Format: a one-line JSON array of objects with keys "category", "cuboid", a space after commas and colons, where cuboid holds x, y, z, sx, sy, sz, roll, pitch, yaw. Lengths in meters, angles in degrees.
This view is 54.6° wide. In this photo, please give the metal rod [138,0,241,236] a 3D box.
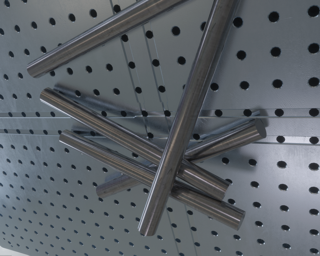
[{"category": "metal rod", "cuboid": [0.025, 0.001, 0.352, 0.025, 0.025, 0.298, 23, 113, 14]}]

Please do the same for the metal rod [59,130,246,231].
[{"category": "metal rod", "cuboid": [-0.028, 0.062, 0.435, 0.300, 0.025, 0.025, 21, 127, 27]}]

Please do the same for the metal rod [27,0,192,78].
[{"category": "metal rod", "cuboid": [-0.064, -0.116, 0.373, 0.300, 0.025, 0.025, -15, 111, 34]}]

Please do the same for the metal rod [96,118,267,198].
[{"category": "metal rod", "cuboid": [0.008, 0.054, 0.441, 0.299, 0.025, 0.025, -27, 104, 37]}]

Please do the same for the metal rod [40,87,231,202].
[{"category": "metal rod", "cuboid": [-0.047, 0.014, 0.423, 0.300, 0.025, 0.025, 27, 128, 19]}]
